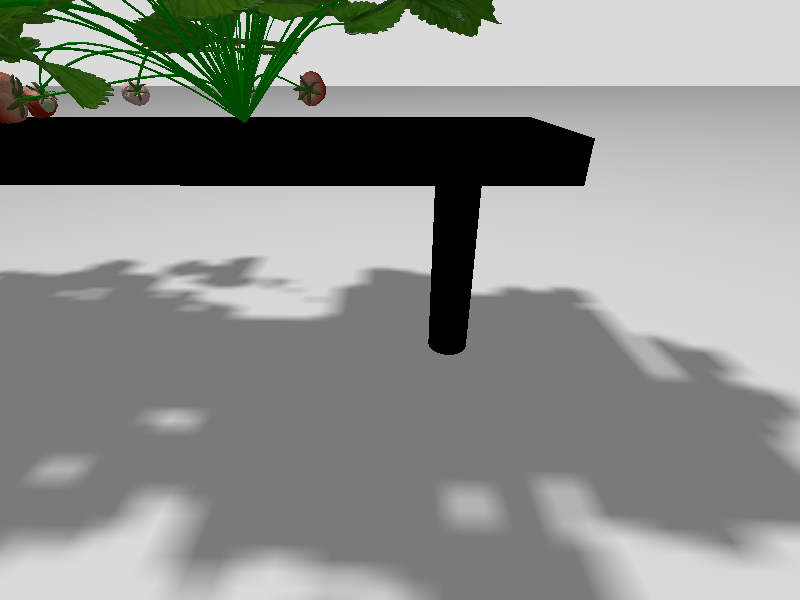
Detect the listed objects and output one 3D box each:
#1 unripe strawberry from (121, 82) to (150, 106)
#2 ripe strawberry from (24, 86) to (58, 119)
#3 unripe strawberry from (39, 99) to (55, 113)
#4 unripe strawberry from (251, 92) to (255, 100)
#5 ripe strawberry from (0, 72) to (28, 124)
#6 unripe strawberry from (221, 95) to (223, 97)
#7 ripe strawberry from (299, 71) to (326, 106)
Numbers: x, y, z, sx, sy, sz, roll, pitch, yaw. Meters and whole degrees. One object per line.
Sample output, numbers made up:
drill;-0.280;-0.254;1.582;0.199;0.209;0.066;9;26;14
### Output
unripe strawberry;-0.308;-0.239;0.466;0.028;0.025;0.026;-28;19;-39
ripe strawberry;-0.305;-0.166;0.339;0.024;0.023;0.022;35;29;-11
unripe strawberry;-0.268;-0.148;0.305;0.010;0.010;0.009;-2;30;-4
unripe strawberry;-0.154;-0.216;0.425;0.011;0.011;0.010;-6;30;-11
ripe strawberry;-0.306;-0.154;0.305;0.034;0.035;0.031;-2;29;-2
unripe strawberry;-0.206;-0.242;0.474;0.011;0.010;0.010;-12;32;-21
ripe strawberry;-0.102;-0.249;0.473;0.032;0.036;0.035;3;29;6
